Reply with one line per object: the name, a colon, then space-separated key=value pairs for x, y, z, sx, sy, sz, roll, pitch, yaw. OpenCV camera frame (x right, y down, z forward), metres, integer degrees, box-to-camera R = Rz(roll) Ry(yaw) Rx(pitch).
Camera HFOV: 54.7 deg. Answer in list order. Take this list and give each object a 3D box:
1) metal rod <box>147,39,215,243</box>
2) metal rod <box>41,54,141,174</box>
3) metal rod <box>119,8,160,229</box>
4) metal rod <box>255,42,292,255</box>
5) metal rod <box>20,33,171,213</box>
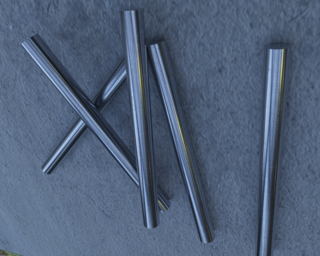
metal rod: x=0.033 y=0.034 z=0.409 sx=0.025 sy=0.025 sz=0.298 roll=-2 pitch=118 yaw=29
metal rod: x=-0.113 y=-0.008 z=0.459 sx=0.025 sy=0.025 sz=0.299 roll=45 pitch=129 yaw=-3
metal rod: x=-0.021 y=0.009 z=0.389 sx=0.025 sy=0.025 sz=0.298 roll=9 pitch=121 yaw=23
metal rod: x=0.130 y=0.051 z=0.368 sx=0.025 sy=0.025 sz=0.298 roll=7 pitch=122 yaw=24
metal rod: x=-0.074 y=0.008 z=0.422 sx=0.025 sy=0.025 sz=0.299 roll=-19 pitch=117 yaw=35
